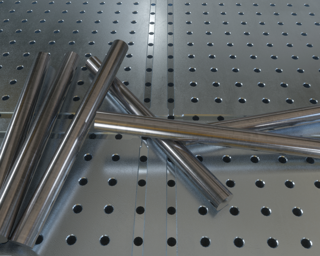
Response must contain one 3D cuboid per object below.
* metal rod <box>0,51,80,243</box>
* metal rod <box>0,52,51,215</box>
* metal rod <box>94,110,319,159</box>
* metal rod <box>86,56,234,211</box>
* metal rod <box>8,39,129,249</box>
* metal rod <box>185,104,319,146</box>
[{"bbox_3d":[-0.151,-0.004,0.400,0.025,0.025,0.300,3,47,2],"label":"metal rod"},{"bbox_3d":[-0.185,0.002,0.405,0.025,0.025,0.300,-1,50,-1],"label":"metal rod"},{"bbox_3d":[0.074,0.010,0.375,0.302,0.025,0.025,7,50,-4],"label":"metal rod"},{"bbox_3d":[-0.018,-0.011,0.416,0.025,0.025,0.300,-30,56,-22],"label":"metal rod"},{"bbox_3d":[-0.100,-0.004,0.390,0.025,0.025,0.300,12,57,10],"label":"metal rod"},{"bbox_3d":[0.177,-0.013,0.419,0.302,0.025,0.025,-10,51,-8],"label":"metal rod"}]
